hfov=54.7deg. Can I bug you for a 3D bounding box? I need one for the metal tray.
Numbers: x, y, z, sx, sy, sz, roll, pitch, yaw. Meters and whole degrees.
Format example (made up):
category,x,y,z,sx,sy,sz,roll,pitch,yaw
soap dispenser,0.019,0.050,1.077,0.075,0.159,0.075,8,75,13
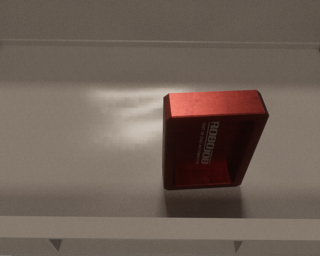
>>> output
category,x,y,z,sx,sy,sz,roll,pitch,yaw
metal tray,0.049,0.019,0.322,0.091,0.129,0.030,-3,50,-3
